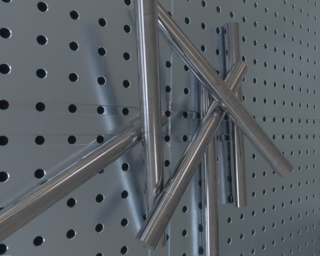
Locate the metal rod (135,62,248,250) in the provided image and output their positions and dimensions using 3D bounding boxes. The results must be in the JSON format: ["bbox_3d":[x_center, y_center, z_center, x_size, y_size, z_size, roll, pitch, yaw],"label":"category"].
[{"bbox_3d":[0.054,0.017,0.411,0.025,0.025,0.301,50,56,-28],"label":"metal rod"}]

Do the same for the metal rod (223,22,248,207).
[{"bbox_3d":[0.125,-0.020,0.512,0.025,0.025,0.298,-6,94,-40],"label":"metal rod"}]

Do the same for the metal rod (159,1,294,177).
[{"bbox_3d":[0.079,-0.051,0.415,0.300,0.025,0.025,49,60,-8],"label":"metal rod"}]

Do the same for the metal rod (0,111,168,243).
[{"bbox_3d":[-0.101,0.058,0.323,0.302,0.025,0.025,-35,112,-34],"label":"metal rod"}]

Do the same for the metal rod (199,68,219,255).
[{"bbox_3d":[0.075,0.061,0.470,0.025,0.025,0.298,-2,92,-40],"label":"metal rod"}]

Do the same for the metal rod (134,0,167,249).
[{"bbox_3d":[-0.010,0.007,0.366,0.025,0.025,0.298,-15,110,-39],"label":"metal rod"}]
